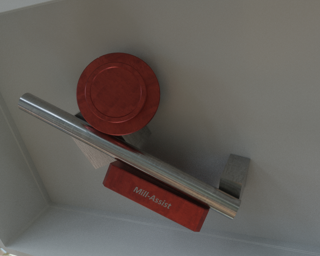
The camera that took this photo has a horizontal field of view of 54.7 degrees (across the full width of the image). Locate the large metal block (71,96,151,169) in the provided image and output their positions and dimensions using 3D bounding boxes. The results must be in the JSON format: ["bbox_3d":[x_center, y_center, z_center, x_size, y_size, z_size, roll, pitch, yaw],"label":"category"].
[{"bbox_3d":[-0.074,0.001,0.428,0.080,0.050,0.080,-25,105,36],"label":"large metal block"}]

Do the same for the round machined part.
[{"bbox_3d":[-0.049,-0.040,0.362,0.099,0.042,0.097,0,91,-1],"label":"round machined part"}]

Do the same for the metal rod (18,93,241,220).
[{"bbox_3d":[-0.046,0.029,0.381,0.301,0.025,0.025,26,127,11],"label":"metal rod"}]

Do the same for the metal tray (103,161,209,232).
[{"bbox_3d":[0.003,0.079,0.406,0.130,0.090,0.030,24,100,13],"label":"metal tray"}]

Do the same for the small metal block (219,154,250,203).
[{"bbox_3d":[0.091,0.069,0.384,0.025,0.050,0.050,14,124,20],"label":"small metal block"}]
